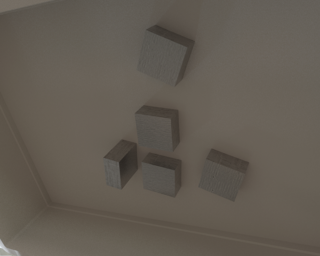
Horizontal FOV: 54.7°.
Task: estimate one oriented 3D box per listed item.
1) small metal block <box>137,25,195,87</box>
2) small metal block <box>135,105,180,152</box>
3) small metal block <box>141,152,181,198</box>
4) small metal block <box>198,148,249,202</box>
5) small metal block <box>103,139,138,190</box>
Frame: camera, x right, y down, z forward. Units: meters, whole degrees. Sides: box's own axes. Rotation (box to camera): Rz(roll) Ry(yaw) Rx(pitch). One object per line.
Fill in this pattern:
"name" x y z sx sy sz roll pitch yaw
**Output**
"small metal block" 0.006 -0.082 0.354 0.050 0.025 0.050 26 128 11
"small metal block" -0.003 0.000 0.409 0.050 0.025 0.050 9 122 23
"small metal block" 0.003 0.068 0.448 0.050 0.025 0.050 12 123 21
"small metal block" 0.082 0.061 0.403 0.050 0.025 0.050 20 126 15
"small metal block" -0.056 0.053 0.453 0.025 0.050 0.050 13 124 21
